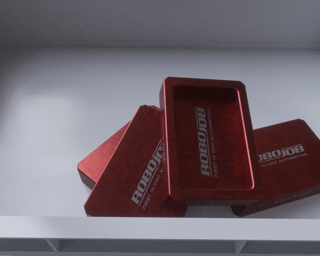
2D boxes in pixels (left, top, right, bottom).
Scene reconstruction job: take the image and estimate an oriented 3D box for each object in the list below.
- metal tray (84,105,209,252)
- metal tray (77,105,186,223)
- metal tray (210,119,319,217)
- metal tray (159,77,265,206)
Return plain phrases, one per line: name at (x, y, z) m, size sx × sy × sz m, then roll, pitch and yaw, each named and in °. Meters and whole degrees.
metal tray at (-0.008, 0.049, 0.325) m, size 0.090 × 0.030 × 0.130 m, roll 25°, pitch 64°, yaw 2°
metal tray at (-0.019, 0.037, 0.371) m, size 0.090 × 0.030 × 0.131 m, roll 33°, pitch 57°, yaw 24°
metal tray at (0.133, 0.043, 0.368) m, size 0.131 × 0.030 × 0.090 m, roll -13°, pitch 51°, yaw -11°
metal tray at (0.048, 0.012, 0.318) m, size 0.091 × 0.030 × 0.130 m, roll 2°, pitch 65°, yaw -10°
